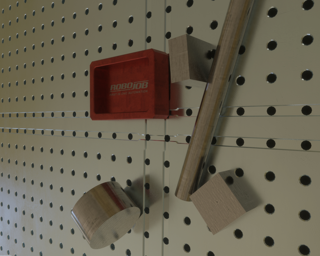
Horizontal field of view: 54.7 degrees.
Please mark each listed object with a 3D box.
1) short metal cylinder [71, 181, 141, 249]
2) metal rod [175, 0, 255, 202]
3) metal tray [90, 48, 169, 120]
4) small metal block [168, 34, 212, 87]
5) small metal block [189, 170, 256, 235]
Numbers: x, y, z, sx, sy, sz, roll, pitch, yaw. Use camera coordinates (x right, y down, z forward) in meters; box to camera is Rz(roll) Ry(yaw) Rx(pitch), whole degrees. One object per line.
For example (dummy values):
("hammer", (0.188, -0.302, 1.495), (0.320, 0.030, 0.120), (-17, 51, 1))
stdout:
("short metal cylinder", (-0.075, 0.121, 0.433), (0.050, 0.081, 0.080), (44, 116, 30))
("metal rod", (0.067, -0.056, 0.352), (0.025, 0.025, 0.298), (24, 105, 37))
("metal tray", (-0.048, -0.056, 0.442), (0.130, 0.030, 0.089), (0, 90, 39))
("small metal block", (0.037, -0.076, 0.361), (0.025, 0.050, 0.050), (-7, 86, 39))
("small metal block", (0.070, 0.084, 0.351), (0.050, 0.025, 0.050), (-47, 62, 29))
